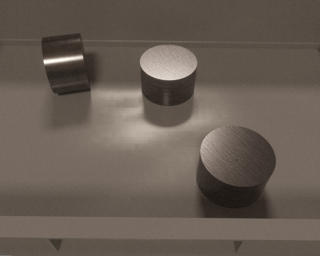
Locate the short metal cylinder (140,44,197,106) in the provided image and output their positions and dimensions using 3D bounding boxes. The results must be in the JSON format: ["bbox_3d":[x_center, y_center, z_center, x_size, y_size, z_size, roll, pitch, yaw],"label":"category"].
[{"bbox_3d":[0.012,-0.078,0.455,0.081,0.050,0.080,0,50,0],"label":"short metal cylinder"}]

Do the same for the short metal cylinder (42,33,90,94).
[{"bbox_3d":[-0.133,-0.093,0.445,0.050,0.080,0.080,-10,51,-9],"label":"short metal cylinder"}]

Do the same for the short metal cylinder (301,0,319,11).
[{"bbox_3d":[0.339,-0.281,0.632,0.081,0.050,0.080,0,50,0],"label":"short metal cylinder"}]

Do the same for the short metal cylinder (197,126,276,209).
[{"bbox_3d":[0.084,0.044,0.353,0.081,0.050,0.080,0,50,0],"label":"short metal cylinder"}]
